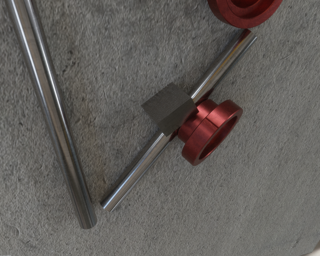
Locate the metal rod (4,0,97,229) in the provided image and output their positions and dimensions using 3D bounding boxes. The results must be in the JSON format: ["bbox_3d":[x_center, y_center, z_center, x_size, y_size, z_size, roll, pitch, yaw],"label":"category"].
[{"bbox_3d":[-0.111,0.008,0.350,0.025,0.025,0.298,-18,126,-18],"label":"metal rod"}]

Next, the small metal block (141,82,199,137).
[{"bbox_3d":[0.011,-0.024,0.382,0.050,0.050,0.025,-38,129,-3],"label":"small metal block"}]

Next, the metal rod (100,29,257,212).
[{"bbox_3d":[0.020,-0.006,0.414,0.025,0.025,0.299,33,100,-39],"label":"metal rod"}]

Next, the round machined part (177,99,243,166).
[{"bbox_3d":[0.061,0.000,0.411,0.098,0.042,0.098,-42,161,-18],"label":"round machined part"}]

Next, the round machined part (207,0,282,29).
[{"bbox_3d":[0.092,-0.165,0.344,0.099,0.042,0.097,-14,124,-21],"label":"round machined part"}]
